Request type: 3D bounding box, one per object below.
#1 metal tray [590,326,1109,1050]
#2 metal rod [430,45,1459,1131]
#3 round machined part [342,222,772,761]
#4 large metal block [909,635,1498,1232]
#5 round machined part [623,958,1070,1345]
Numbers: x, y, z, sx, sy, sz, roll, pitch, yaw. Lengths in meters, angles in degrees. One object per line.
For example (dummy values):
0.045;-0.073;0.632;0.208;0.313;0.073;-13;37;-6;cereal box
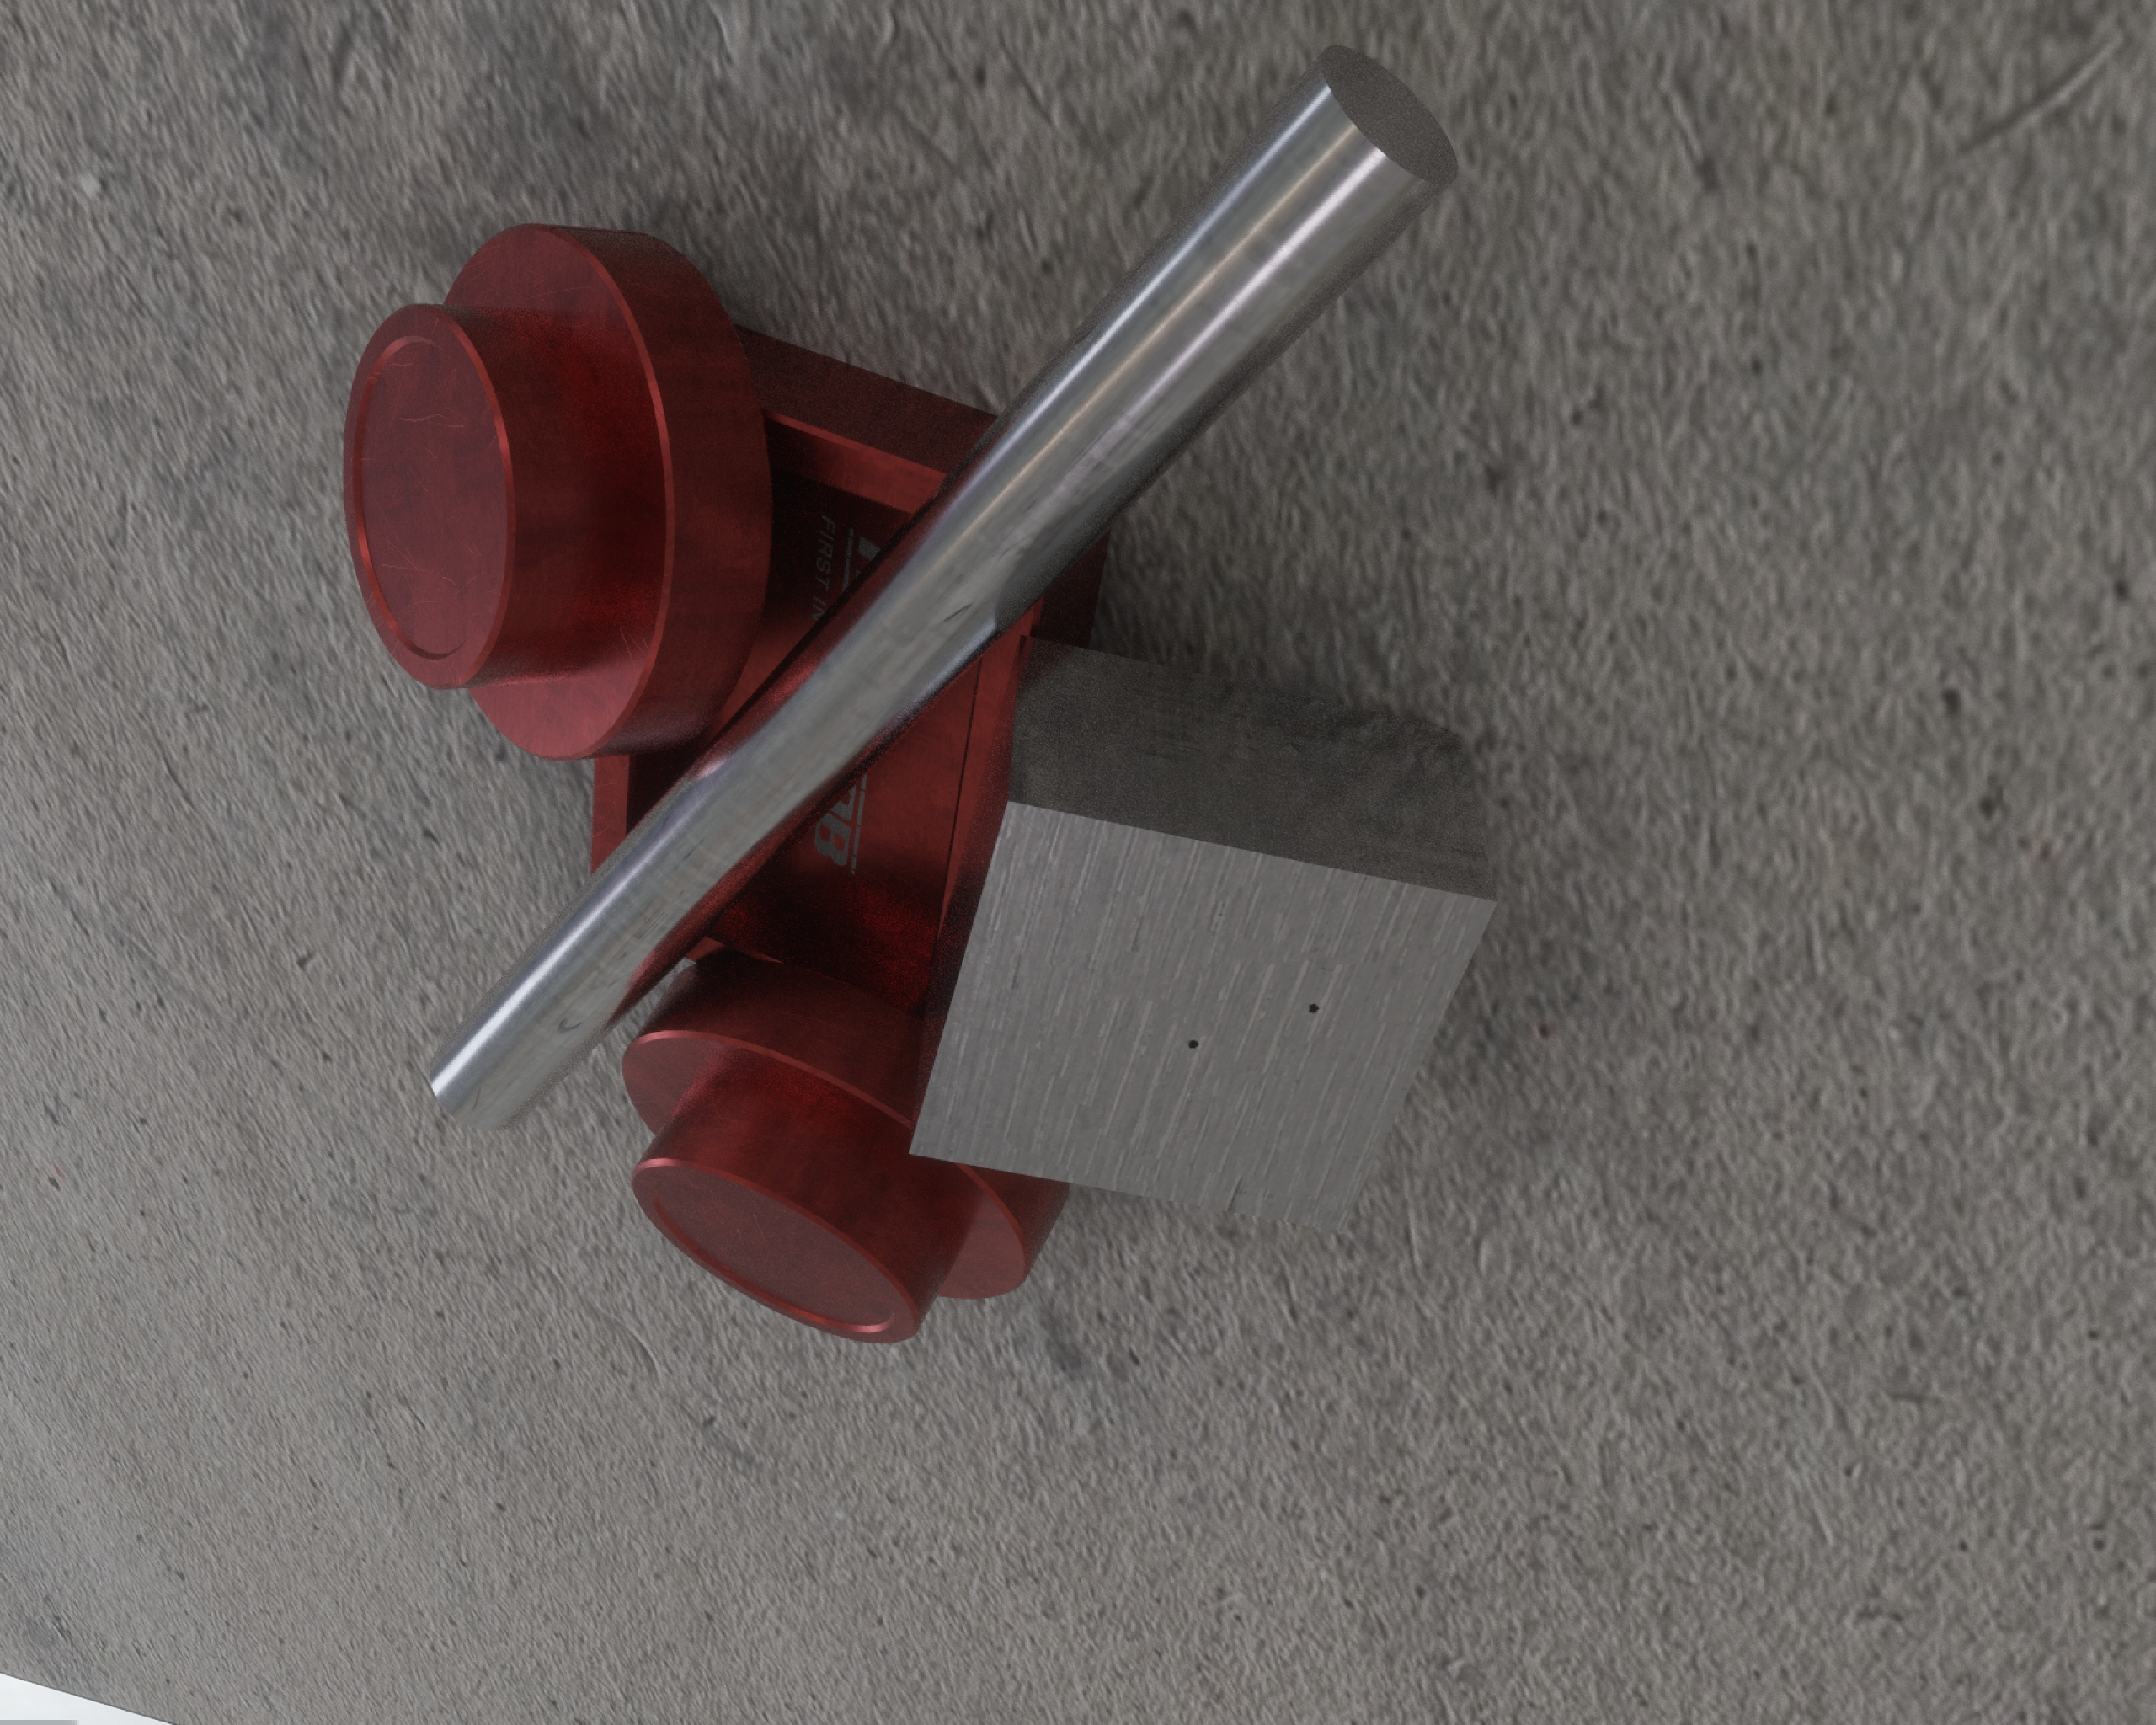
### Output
-0.049;-0.030;0.412;0.090;0.030;0.129;22;127;14;metal tray
-0.046;-0.026;0.378;0.025;0.025;0.299;46;129;-4;metal rod
-0.101;-0.067;0.383;0.098;0.042;0.097;12;106;47;round machined part
0.019;0.014;0.372;0.081;0.050;0.079;12;127;-8;large metal block
-0.055;0.067;0.445;0.098;0.042;0.098;20;148;14;round machined part
